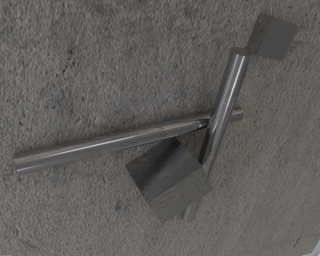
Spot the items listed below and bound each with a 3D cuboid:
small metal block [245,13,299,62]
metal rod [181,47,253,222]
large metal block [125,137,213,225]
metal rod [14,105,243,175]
[{"bbox_3d":[0.149,-0.120,0.414,0.050,0.025,0.050,4,117,-30],"label":"small metal block"},{"bbox_3d":[0.070,0.032,0.437,0.025,0.025,0.298,-8,131,-24],"label":"metal rod"},{"bbox_3d":[0.011,0.067,0.419,0.080,0.080,0.050,-33,129,-7],"label":"large metal block"},{"bbox_3d":[-0.023,0.009,0.400,0.302,0.025,0.025,-13,124,-22],"label":"metal rod"}]
